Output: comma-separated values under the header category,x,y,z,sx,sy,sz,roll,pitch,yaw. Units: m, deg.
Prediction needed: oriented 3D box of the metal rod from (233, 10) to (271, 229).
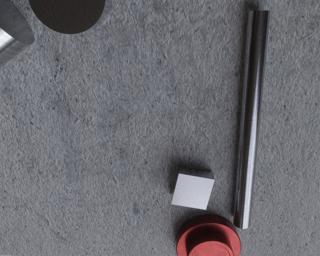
category,x,y,z,sx,sy,sz,roll,pitch,yaw
metal rod,0.119,0.003,0.411,0.025,0.025,0.298,-1,110,0

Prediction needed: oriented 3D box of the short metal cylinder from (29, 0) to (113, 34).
category,x,y,z,sx,sy,sz,roll,pitch,yaw
short metal cylinder,-0.096,-0.146,0.341,0.081,0.050,0.079,0,110,0

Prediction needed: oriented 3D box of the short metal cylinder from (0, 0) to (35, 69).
category,x,y,z,sx,sy,sz,roll,pitch,yaw
short metal cylinder,-0.187,-0.111,0.338,0.050,0.080,0.080,-33,107,11

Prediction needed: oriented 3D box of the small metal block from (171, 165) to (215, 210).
category,x,y,z,sx,sy,sz,roll,pitch,yaw
small metal block,0.045,0.085,0.441,0.050,0.025,0.050,10,110,-4

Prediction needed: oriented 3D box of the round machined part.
category,x,y,z,sx,sy,sz,roll,pitch,yaw
round machined part,0.074,0.184,0.469,0.099,0.042,0.097,0,110,0
